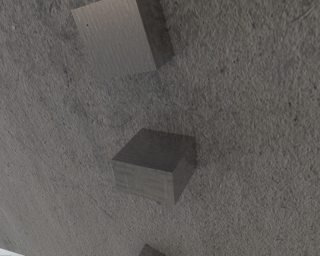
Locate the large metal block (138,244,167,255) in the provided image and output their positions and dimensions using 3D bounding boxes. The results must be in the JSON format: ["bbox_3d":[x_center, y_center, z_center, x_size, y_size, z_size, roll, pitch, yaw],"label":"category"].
[{"bbox_3d":[-0.010,0.272,0.564,0.080,0.050,0.079,25,127,12],"label":"large metal block"}]

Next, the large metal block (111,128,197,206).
[{"bbox_3d":[-0.004,0.047,0.402,0.080,0.080,0.050,9,122,23],"label":"large metal block"}]

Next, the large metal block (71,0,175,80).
[{"bbox_3d":[-0.039,-0.105,0.346,0.080,0.050,0.080,-4,117,30],"label":"large metal block"}]
